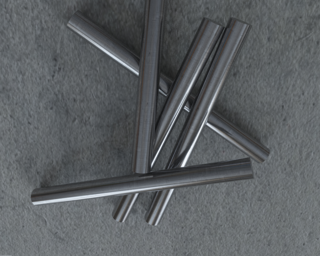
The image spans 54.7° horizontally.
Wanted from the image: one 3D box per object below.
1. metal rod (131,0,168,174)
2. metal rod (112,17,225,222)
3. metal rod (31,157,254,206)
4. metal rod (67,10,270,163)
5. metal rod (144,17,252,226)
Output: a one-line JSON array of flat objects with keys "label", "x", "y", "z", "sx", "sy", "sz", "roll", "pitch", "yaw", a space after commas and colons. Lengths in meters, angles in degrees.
[{"label": "metal rod", "x": -0.009, "y": -0.093, "z": 0.352, "sx": 0.025, "sy": 0.025, "sz": 0.298, "roll": 5, "pitch": 102, "yaw": -3}, {"label": "metal rod", "x": -0.001, "y": 0.009, "z": 0.392, "sx": 0.025, "sy": 0.025, "sz": 0.298, "roll": 22, "pitch": 116, "yaw": -8}, {"label": "metal rod", "x": -0.036, "y": 0.072, "z": 0.398, "sx": 0.301, "sy": 0.025, "sz": 0.025, "roll": -11, "pitch": 111, "yaw": 18}, {"label": "metal rod", "x": 0.020, "y": -0.044, "z": 0.393, "sx": 0.301, "sy": 0.025, "sz": 0.025, "roll": 34, "pitch": 106, "yaw": -12}, {"label": "metal rod", "x": 0.037, "y": 0.012, "z": 0.392, "sx": 0.025, "sy": 0.025, "sz": 0.298, "roll": 18, "pitch": 118, "yaw": -7}]
